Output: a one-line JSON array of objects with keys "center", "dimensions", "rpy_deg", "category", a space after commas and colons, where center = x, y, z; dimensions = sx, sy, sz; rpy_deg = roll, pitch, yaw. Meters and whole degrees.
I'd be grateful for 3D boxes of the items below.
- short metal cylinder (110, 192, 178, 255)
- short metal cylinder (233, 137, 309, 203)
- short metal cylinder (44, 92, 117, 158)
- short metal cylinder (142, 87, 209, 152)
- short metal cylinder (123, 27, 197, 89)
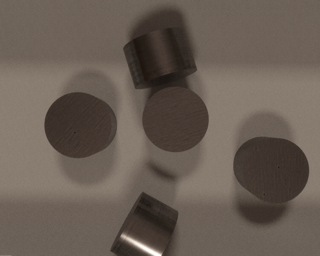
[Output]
[{"center": [-0.019, 0.127, 0.384], "dimensions": [0.050, 0.080, 0.080], "rpy_deg": [30, 90, 0], "category": "short metal cylinder"}, {"center": [0.141, 0.052, 0.401], "dimensions": [0.081, 0.050, 0.079], "rpy_deg": [0, 90, -1], "category": "short metal cylinder"}, {"center": [-0.099, -0.004, 0.398], "dimensions": [0.081, 0.050, 0.079], "rpy_deg": [0, 90, -1], "category": "short metal cylinder"}, {"center": [0.019, -0.011, 0.399], "dimensions": [0.081, 0.050, 0.079], "rpy_deg": [0, 90, -1], "category": "short metal cylinder"}, {"center": [0.000, -0.084, 0.384], "dimensions": [0.080, 0.080, 0.050], "rpy_deg": [-16, 90, 0], "category": "short metal cylinder"}]
